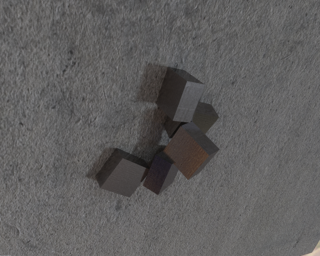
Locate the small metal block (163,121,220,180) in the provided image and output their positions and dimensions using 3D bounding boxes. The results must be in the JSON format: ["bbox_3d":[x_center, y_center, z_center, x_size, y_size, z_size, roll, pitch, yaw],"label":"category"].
[{"bbox_3d":[0.038,0.029,0.392,0.025,0.050,0.050,-20,151,-47],"label":"small metal block"}]

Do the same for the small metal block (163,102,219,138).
[{"bbox_3d":[0.041,-0.009,0.414,0.050,0.025,0.050,9,132,-33],"label":"small metal block"}]

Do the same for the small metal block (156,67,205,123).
[{"bbox_3d":[0.023,-0.041,0.378,0.025,0.050,0.050,6,116,-30],"label":"small metal block"}]

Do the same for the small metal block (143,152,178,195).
[{"bbox_3d":[0.007,0.058,0.430,0.050,0.025,0.050,-22,138,-63],"label":"small metal block"}]

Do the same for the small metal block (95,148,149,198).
[{"bbox_3d":[-0.049,0.061,0.418,0.050,0.025,0.050,29,102,-38],"label":"small metal block"}]
